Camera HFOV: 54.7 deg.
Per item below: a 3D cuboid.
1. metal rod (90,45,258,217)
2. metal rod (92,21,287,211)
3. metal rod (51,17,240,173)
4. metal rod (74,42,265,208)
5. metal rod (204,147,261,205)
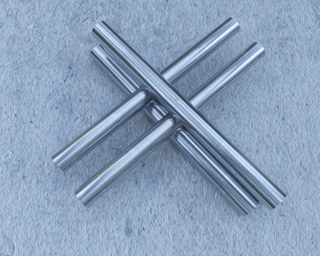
[{"bbox_3d":[0.009,-0.006,0.411,0.025,0.025,0.300,-40,75,-13],"label":"metal rod"},{"bbox_3d":[0.023,-0.025,0.365,0.025,0.025,0.300,-41,75,-14],"label":"metal rod"},{"bbox_3d":[-0.009,-0.051,0.401,0.301,0.025,0.025,-40,75,-14],"label":"metal rod"},{"bbox_3d":[0.022,-0.013,0.388,0.301,0.025,0.025,-40,75,-14],"label":"metal rod"},{"bbox_3d":[0.030,-0.019,0.417,0.025,0.025,0.300,-40,75,-13],"label":"metal rod"}]
